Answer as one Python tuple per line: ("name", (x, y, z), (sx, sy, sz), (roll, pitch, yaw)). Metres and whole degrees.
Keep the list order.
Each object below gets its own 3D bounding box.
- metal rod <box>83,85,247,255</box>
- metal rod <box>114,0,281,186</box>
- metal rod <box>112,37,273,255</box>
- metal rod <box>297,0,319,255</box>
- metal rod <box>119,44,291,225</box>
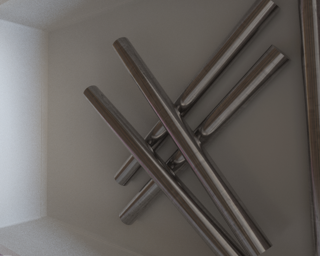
("metal rod", (-0.012, 0.041, 0.382), (0.300, 0.025, 0.025), (46, 118, 30))
("metal rod", (0.028, -0.027, 0.383), (0.298, 0.025, 0.025), (-50, 61, 28))
("metal rod", (0.022, 0.003, 0.354), (0.025, 0.025, 0.299), (-48, 62, 29))
("metal rod", (0.148, 0.018, 0.284), (0.025, 0.025, 0.298), (-4, 87, 40))
("metal rod", (0.036, 0.027, 0.376), (0.298, 0.025, 0.025), (-50, 61, 28))
